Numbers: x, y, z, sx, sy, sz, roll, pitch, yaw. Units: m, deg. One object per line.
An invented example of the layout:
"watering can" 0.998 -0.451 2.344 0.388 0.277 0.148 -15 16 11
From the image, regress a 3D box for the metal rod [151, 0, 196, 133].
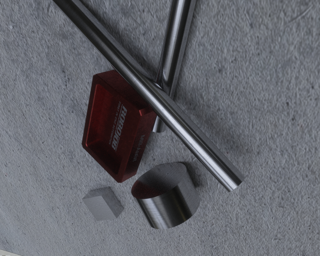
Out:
"metal rod" 0.022 -0.120 0.320 0.025 0.025 0.298 23 127 14

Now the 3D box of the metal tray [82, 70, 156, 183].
"metal tray" -0.059 0.000 0.415 0.090 0.030 0.129 40 131 24

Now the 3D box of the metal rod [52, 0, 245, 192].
"metal rod" -0.017 -0.048 0.354 0.300 0.025 0.025 47 129 6

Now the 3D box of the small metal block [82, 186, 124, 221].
"small metal block" -0.099 0.132 0.539 0.050 0.025 0.050 -18 109 34

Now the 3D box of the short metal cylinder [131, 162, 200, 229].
"short metal cylinder" 0.008 0.090 0.422 0.080 0.080 0.050 -12 112 33
